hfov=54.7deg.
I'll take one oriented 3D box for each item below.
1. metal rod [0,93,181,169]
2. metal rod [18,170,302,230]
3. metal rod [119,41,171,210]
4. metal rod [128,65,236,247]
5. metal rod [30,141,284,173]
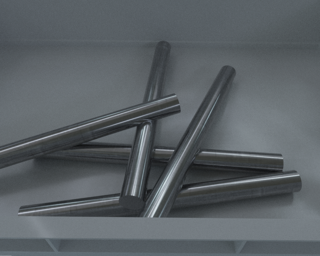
[{"bbox_3d":[-0.122,0.015,0.356,0.302,0.025,0.025,-18,52,-8],"label":"metal rod"},{"bbox_3d":[0.006,0.077,0.338,0.302,0.025,0.025,-6,51,-6],"label":"metal rod"},{"bbox_3d":[-0.011,-0.031,0.406,0.025,0.025,0.300,5,44,4],"label":"metal rod"},{"bbox_3d":[0.044,0.006,0.373,0.025,0.025,0.301,19,45,15],"label":"metal rod"},{"bbox_3d":[-0.008,0.034,0.375,0.302,0.025,0.025,4,50,2],"label":"metal rod"}]
